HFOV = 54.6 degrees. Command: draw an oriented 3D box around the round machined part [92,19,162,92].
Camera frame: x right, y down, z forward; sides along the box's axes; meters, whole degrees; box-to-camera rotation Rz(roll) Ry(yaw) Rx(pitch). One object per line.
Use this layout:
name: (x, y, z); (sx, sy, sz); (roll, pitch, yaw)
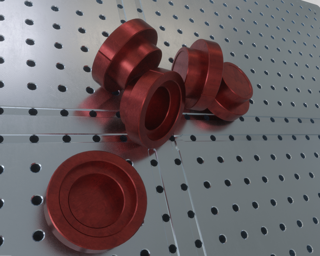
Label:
round machined part: (-0.035, -0.083, 0.389); (0.042, 0.097, 0.099); (41, 50, 11)

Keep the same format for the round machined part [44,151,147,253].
round machined part: (-0.066, 0.076, 0.315); (0.099, 0.042, 0.098); (13, 56, -21)

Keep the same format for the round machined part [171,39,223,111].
round machined part: (0.045, -0.075, 0.431); (0.042, 0.098, 0.098); (8, 58, -18)

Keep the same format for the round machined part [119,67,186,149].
round machined part: (-0.012, -0.027, 0.383); (0.042, 0.097, 0.099); (21, 44, 29)

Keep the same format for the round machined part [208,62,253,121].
round machined part: (0.105, -0.063, 0.481); (0.099, 0.042, 0.098); (21, 50, -28)
